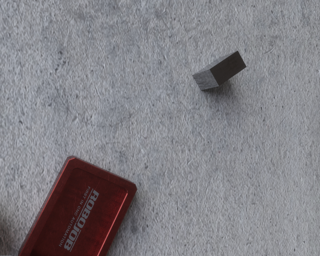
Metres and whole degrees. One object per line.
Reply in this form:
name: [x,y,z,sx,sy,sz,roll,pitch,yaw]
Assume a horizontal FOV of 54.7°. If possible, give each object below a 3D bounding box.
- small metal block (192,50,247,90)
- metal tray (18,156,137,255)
small metal block: [0.081,-0.078,0.426,0.050,0.050,0.025,-35,102,-17]
metal tray: [-0.096,0.109,0.371,0.090,0.030,0.130,28,81,-18]
